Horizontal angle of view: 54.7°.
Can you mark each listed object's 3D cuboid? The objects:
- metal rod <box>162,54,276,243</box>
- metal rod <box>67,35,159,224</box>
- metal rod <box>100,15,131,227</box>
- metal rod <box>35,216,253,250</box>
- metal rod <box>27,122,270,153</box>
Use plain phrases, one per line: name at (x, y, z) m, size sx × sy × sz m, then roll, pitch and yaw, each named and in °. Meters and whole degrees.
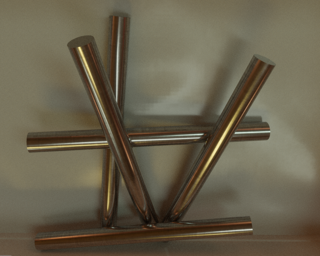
metal rod at (0.057, 0.046, 0.398) m, size 0.025 × 0.025 × 0.298 m, roll 20°, pitch 120°, yaw -7°
metal rod at (-0.042, 0.034, 0.373) m, size 0.025 × 0.025 × 0.298 m, roll -11°, pitch 129°, yaw 4°
metal rod at (-0.062, 0.008, 0.413) m, size 0.025 × 0.025 × 0.298 m, roll 5°, pitch 110°, yaw -2°
metal rod at (-0.027, 0.148, 0.433) m, size 0.301 × 0.025 × 0.025 m, roll -6°, pitch 110°, yaw 6°
metal rod at (-0.008, 0.011, 0.394) m, size 0.302 × 0.025 × 0.025 m, roll -3°, pitch 110°, yaw -8°
